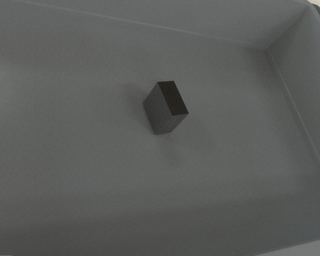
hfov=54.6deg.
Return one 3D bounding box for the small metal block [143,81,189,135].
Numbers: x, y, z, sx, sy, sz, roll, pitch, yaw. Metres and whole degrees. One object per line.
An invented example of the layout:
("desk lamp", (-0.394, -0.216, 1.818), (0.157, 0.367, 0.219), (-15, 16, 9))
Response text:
("small metal block", (0.006, -0.026, 0.404), (0.025, 0.050, 0.050), (-9, 66, -32))
